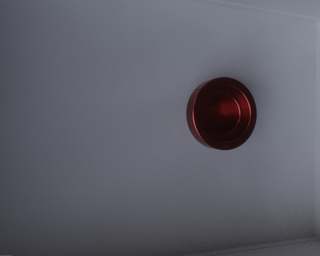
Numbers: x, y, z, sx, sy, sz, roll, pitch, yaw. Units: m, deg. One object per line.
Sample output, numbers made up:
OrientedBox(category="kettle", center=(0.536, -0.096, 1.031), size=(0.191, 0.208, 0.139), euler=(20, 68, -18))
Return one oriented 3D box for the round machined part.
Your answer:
OrientedBox(category="round machined part", center=(0.081, -0.019, 0.431), size=(0.099, 0.042, 0.097), euler=(0, 90, -20))
